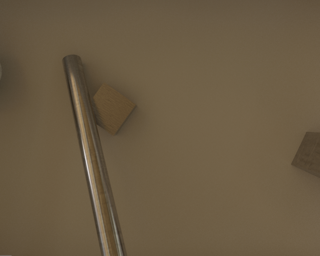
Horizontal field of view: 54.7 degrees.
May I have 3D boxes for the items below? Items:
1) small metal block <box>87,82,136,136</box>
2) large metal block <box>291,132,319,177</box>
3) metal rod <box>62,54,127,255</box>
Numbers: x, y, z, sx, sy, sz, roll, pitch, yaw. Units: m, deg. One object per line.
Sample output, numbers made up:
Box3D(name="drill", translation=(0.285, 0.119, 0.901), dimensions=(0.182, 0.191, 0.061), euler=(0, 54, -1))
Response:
Box3D(name="small metal block", translation=(-0.066, -0.024, 0.411), dimensions=(0.050, 0.025, 0.050), euler=(35, 90, -1))
Box3D(name="large metal block", translation=(0.228, 0.045, 0.387), dimensions=(0.080, 0.080, 0.050), euler=(25, 90, -1))
Box3D(name="metal rod", translation=(-0.075, 0.042, 0.354), dimensions=(0.025, 0.025, 0.299), euler=(-18, 67, 0))
